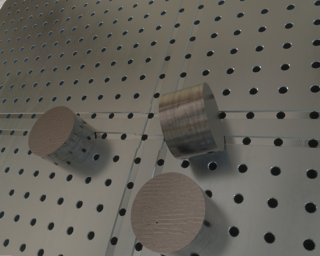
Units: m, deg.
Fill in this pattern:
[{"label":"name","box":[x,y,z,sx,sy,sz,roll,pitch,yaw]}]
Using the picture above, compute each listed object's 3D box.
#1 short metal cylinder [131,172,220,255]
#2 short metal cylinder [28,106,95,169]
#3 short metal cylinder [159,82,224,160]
[{"label":"short metal cylinder","box":[0.017,0.093,0.326,0.080,0.050,0.080,-13,56,21]},{"label":"short metal cylinder","box":[-0.145,0.014,0.459,0.080,0.050,0.080,-13,56,21]},{"label":"short metal cylinder","box":[0.038,-0.007,0.357,0.050,0.080,0.080,-14,56,20]}]
